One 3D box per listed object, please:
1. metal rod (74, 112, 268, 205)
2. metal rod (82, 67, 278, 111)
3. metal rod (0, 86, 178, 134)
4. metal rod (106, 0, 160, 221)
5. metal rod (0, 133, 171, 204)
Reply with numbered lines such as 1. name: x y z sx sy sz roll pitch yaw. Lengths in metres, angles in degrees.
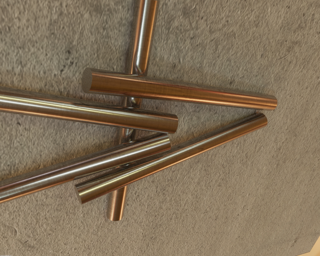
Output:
1. metal rod: 0.032 0.033 0.428 0.302 0.025 0.025 -19 127 -25
2. metal rod: 0.050 -0.043 0.390 0.302 0.025 0.025 2 118 -37
3. metal rod: -0.118 -0.023 0.312 0.302 0.025 0.025 8 115 -26
4. metal rod: -0.039 -0.004 0.386 0.025 0.025 0.298 -3 120 -27
5. metal rod: -0.132 0.058 0.355 0.302 0.025 0.025 -17 126 -13
